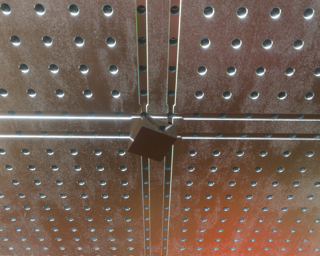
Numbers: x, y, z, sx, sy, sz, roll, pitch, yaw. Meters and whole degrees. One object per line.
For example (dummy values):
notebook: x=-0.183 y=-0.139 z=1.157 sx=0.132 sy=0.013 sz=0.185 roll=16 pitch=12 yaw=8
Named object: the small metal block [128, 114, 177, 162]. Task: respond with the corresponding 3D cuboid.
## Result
small metal block: x=-0.011 y=0.015 z=0.424 sx=0.050 sy=0.025 sz=0.050 roll=20 pitch=127 yaw=-16
